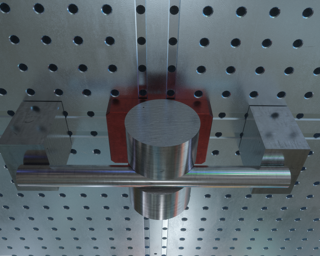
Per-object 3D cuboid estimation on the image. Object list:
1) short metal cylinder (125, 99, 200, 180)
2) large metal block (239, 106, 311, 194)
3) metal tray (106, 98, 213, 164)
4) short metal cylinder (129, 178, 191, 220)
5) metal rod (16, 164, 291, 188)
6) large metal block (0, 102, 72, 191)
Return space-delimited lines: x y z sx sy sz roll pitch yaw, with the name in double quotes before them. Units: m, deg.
"short metal cylinder" 0.002 0.011 0.346 0.081 0.080 0.050 1 130 -1
"large metal block" 0.141 0.028 0.399 0.050 0.080 0.079 1 130 -1
"metal tray" -0.001 0.006 0.413 0.131 0.030 0.089 1 130 -1
"short metal cylinder" 0.000 0.068 0.394 0.081 0.080 0.050 1 130 -1
"metal rod" -0.006 0.055 0.352 0.302 0.025 0.025 0 130 -1
"large metal block" -0.152 0.022 0.391 0.050 0.080 0.079 1 130 -1
